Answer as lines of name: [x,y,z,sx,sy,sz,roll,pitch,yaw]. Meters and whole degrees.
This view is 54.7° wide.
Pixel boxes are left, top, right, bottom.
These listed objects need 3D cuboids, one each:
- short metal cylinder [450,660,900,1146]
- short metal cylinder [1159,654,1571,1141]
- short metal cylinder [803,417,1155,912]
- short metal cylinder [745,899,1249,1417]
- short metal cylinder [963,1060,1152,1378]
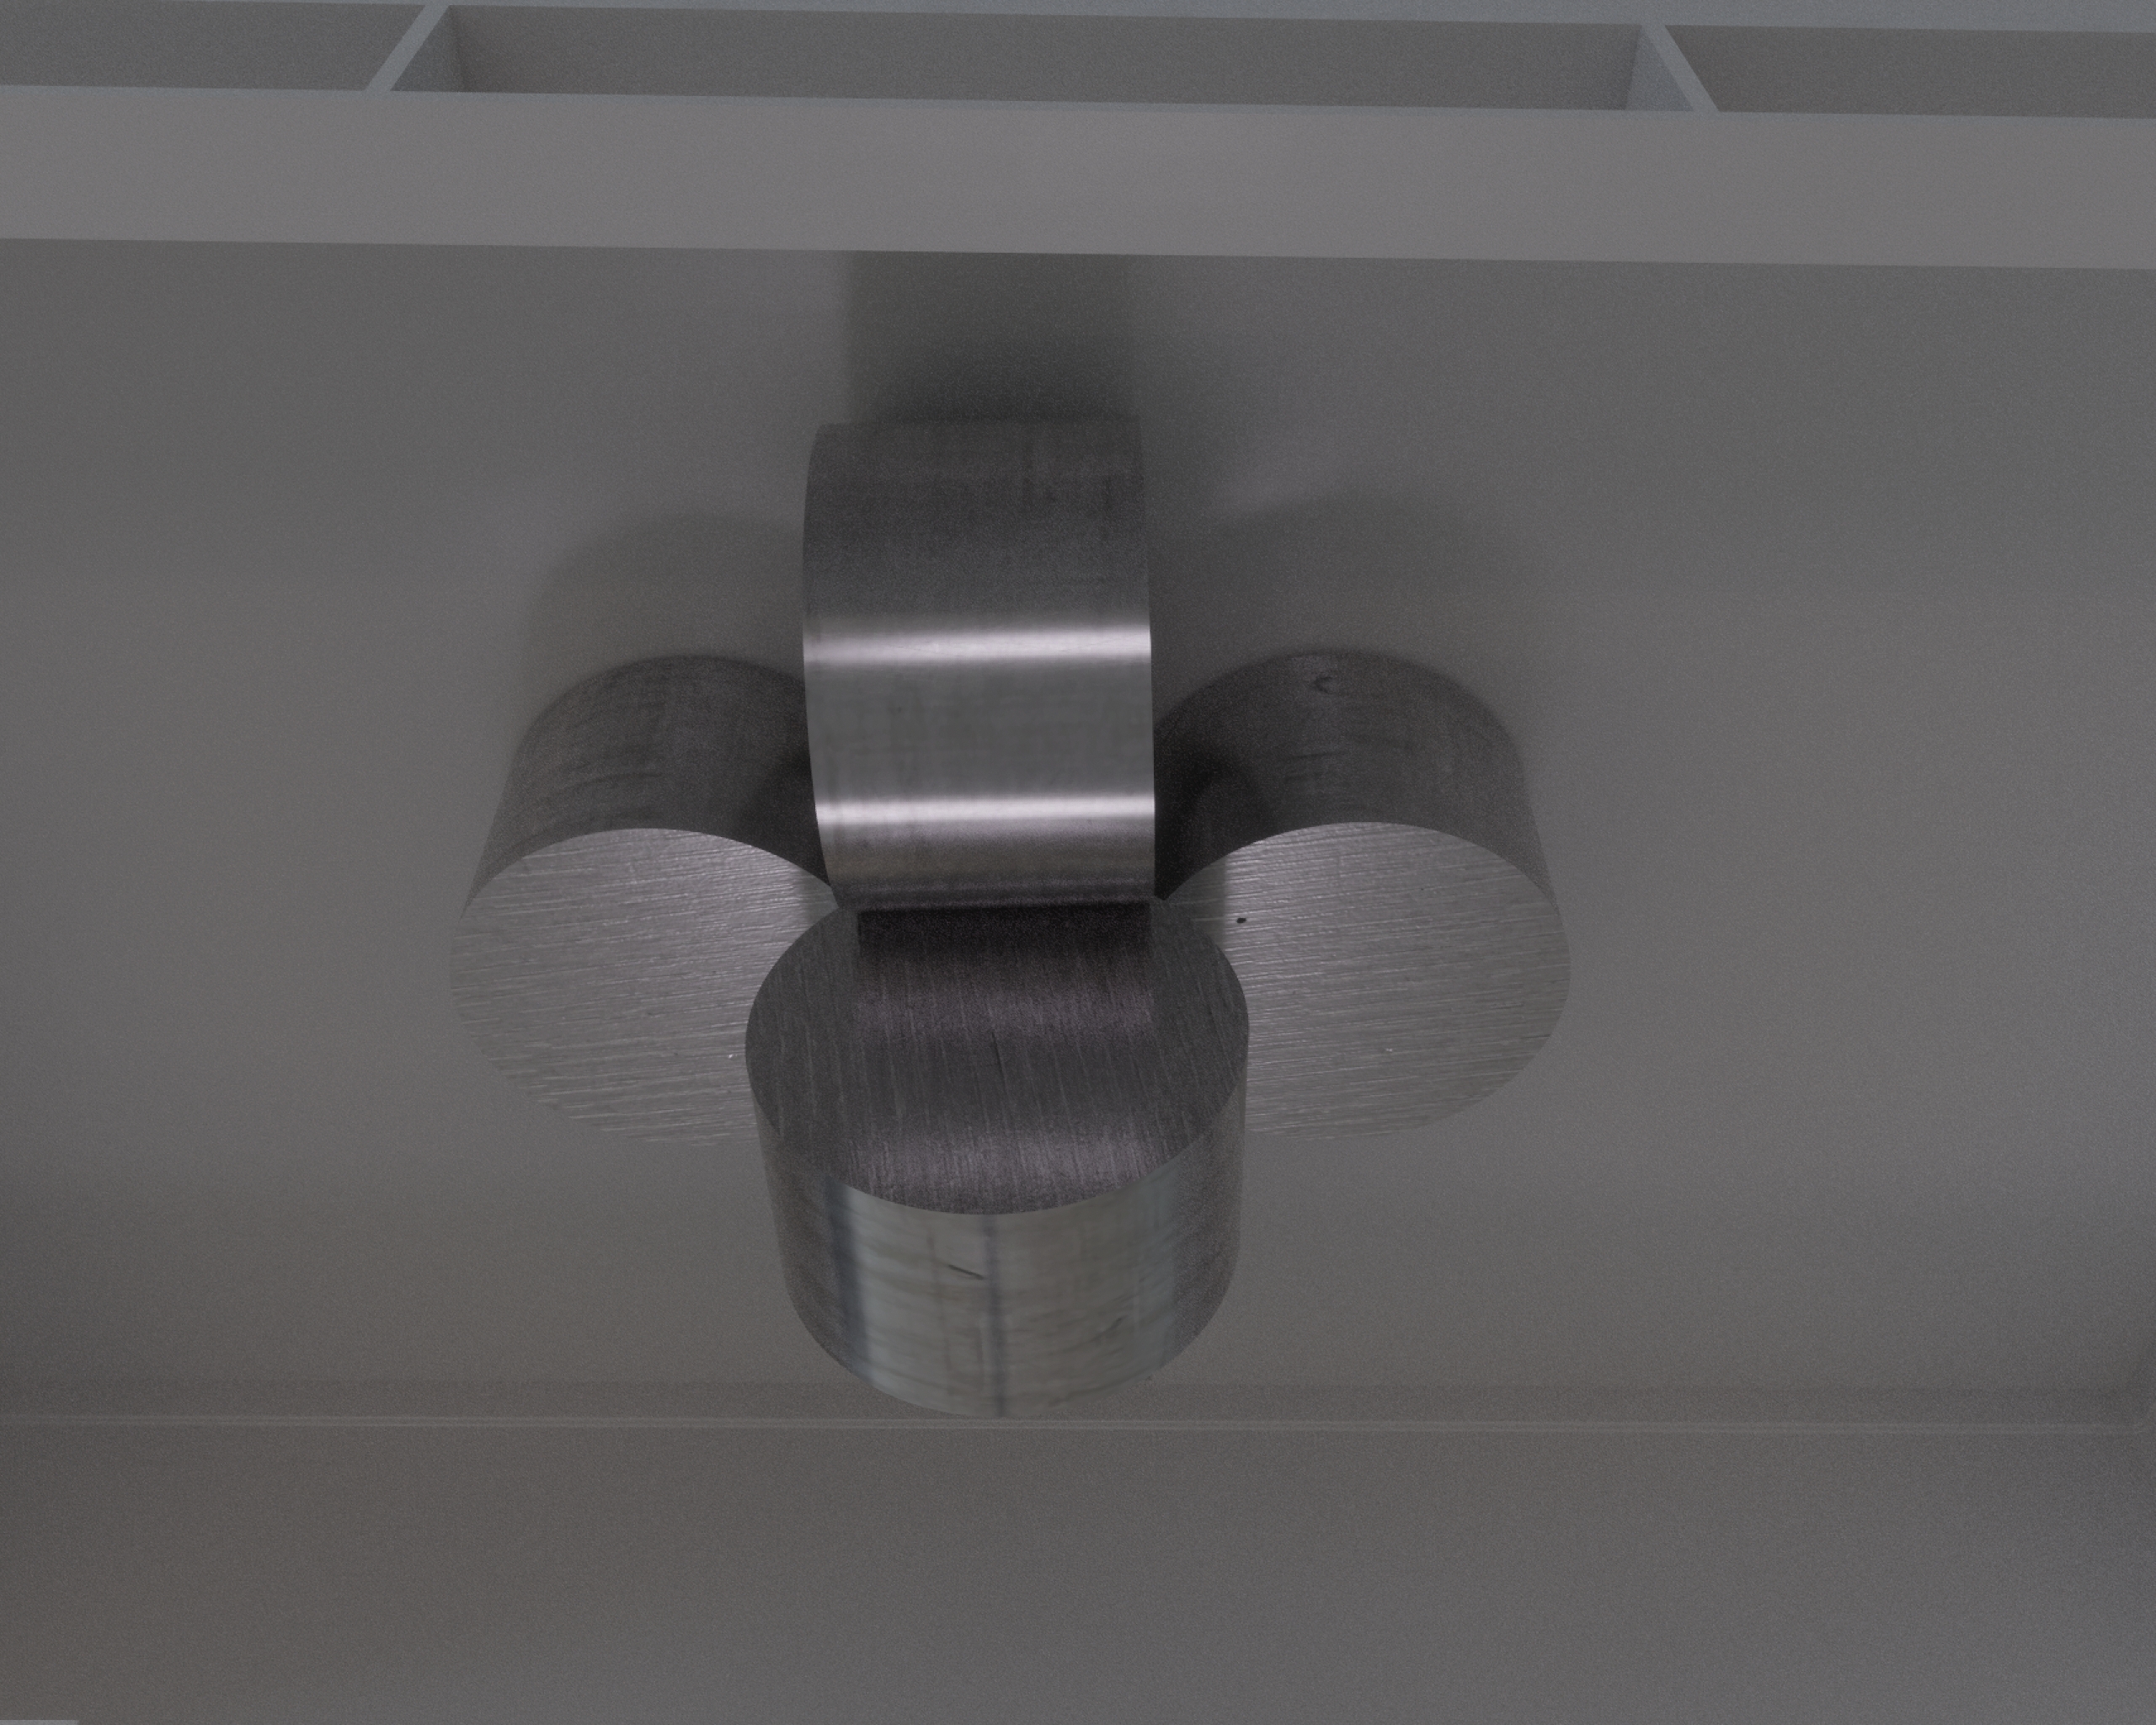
short metal cylinder: [-0.073,0.008,0.397,0.081,0.050,0.079,0,130,0]
short metal cylinder: [0.049,0.007,0.396,0.081,0.050,0.079,0,130,0]
short metal cylinder: [-0.014,-0.032,0.342,0.050,0.080,0.079,-2,130,1]
short metal cylinder: [-0.012,0.045,0.350,0.080,0.080,0.050,-1,130,0]
short metal cylinder: [-0.012,0.066,0.426,0.050,0.080,0.079,-2,130,1]
